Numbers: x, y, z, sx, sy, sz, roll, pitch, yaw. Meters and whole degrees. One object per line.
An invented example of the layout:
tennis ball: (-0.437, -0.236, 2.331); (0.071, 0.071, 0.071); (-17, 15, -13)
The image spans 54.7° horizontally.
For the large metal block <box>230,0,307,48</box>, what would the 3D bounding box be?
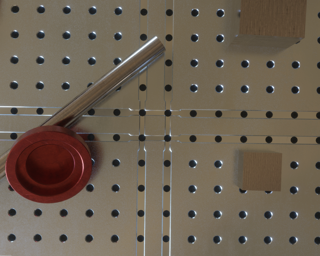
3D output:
large metal block: (0.139, -0.152, 0.403); (0.081, 0.050, 0.079); (3, 90, -1)

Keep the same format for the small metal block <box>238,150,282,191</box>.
small metal block: (0.133, 0.057, 0.415); (0.050, 0.025, 0.050); (2, 90, -1)

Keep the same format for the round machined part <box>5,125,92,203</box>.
round machined part: (-0.137, 0.042, 0.391); (0.099, 0.042, 0.097); (-6, 111, -15)

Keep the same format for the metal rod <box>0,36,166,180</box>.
metal rod: (-0.118, -0.020, 0.411); (0.300, 0.025, 0.025); (-38, 90, -1)
